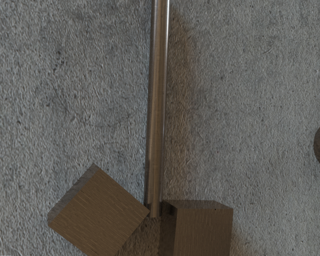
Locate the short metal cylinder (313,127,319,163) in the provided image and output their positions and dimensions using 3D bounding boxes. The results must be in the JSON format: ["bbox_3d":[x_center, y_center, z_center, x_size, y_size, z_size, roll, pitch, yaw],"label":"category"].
[{"bbox_3d":[0.304,0.029,0.511,0.081,0.050,0.079,0,90,-21],"label":"short metal cylinder"}]

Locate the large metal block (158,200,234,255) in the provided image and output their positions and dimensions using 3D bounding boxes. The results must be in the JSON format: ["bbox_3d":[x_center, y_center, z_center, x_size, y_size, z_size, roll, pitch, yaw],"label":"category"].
[{"bbox_3d":[0.047,0.142,0.415,0.081,0.050,0.080,6,88,-20],"label":"large metal block"}]

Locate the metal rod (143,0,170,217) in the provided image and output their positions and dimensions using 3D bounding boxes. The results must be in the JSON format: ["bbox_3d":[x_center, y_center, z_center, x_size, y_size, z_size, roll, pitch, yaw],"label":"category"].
[{"bbox_3d":[-0.004,-0.035,0.408,0.025,0.025,0.298,3,89,-20],"label":"metal rod"}]

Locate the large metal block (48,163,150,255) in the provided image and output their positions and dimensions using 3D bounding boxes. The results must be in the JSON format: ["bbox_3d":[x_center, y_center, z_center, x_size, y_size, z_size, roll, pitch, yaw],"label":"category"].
[{"bbox_3d":[-0.073,0.101,0.369,0.080,0.050,0.080,45,76,-15],"label":"large metal block"}]
